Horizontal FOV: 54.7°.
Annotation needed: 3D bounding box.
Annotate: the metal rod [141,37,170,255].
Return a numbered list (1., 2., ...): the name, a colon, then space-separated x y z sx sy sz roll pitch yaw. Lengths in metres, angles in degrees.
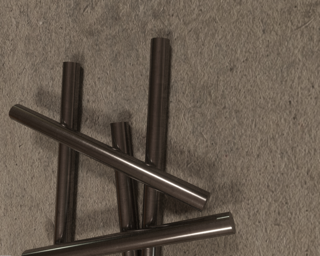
1. metal rod: -0.007 0.033 0.410 0.025 0.025 0.298 3 91 19

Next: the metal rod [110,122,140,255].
1. metal rod: -0.042 0.141 0.422 0.025 0.025 0.298 -6 88 19

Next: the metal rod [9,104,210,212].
1. metal rod: -0.078 0.032 0.407 0.301 0.025 0.025 23 98 18

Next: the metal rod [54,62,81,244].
1. metal rod: -0.138 0.054 0.455 0.025 0.025 0.298 4 91 19

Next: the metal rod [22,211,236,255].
1. metal rod: -0.054 0.148 0.399 0.301 0.025 0.025 -17 85 18
